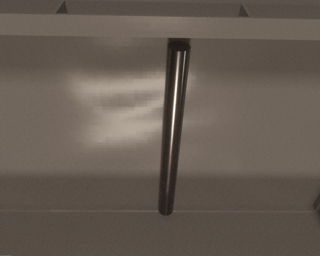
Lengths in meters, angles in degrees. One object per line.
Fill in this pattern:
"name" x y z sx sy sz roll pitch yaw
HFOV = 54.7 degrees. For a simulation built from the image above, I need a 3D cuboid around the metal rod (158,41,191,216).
"metal rod" 0.015 0.025 0.430 0.025 0.025 0.298 1 130 -2
